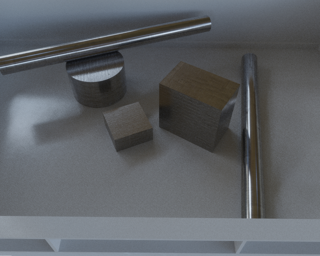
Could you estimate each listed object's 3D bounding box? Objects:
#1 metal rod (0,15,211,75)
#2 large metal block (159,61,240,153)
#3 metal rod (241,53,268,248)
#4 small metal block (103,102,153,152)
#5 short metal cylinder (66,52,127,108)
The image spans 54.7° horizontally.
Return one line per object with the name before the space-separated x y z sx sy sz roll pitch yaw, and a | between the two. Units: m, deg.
metal rod | -0.068 -0.121 0.441 0.302 0.025 0.025 -16 52 -14
large metal block | 0.046 -0.026 0.392 0.080 0.080 0.050 26 55 20
metal rod | 0.119 0.002 0.404 0.025 0.025 0.300 8 50 6
small metal block | -0.042 -0.002 0.407 0.050 0.025 0.050 -18 53 -15
short metal cylinder | -0.091 -0.075 0.451 0.081 0.050 0.080 0 50 0
